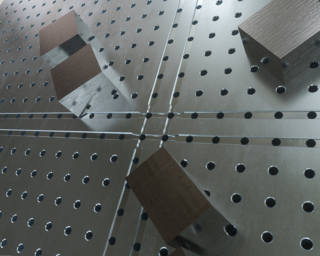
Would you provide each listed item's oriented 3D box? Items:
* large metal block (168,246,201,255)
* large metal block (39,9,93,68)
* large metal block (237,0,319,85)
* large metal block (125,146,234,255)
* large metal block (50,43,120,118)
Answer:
[{"bbox_3d":[0.031,0.156,0.260,0.050,0.080,0.080,-37,51,4],"label":"large metal block"},{"bbox_3d":[-0.176,-0.162,0.581,0.080,0.050,0.080,-27,53,11],"label":"large metal block"},{"bbox_3d":[0.157,-0.113,0.379,0.080,0.050,0.080,-36,51,4],"label":"large metal block"},{"bbox_3d":[0.021,0.076,0.314,0.050,0.080,0.080,-41,51,0],"label":"large metal block"},{"bbox_3d":[-0.123,-0.077,0.502,0.080,0.050,0.080,-33,52,6],"label":"large metal block"}]
